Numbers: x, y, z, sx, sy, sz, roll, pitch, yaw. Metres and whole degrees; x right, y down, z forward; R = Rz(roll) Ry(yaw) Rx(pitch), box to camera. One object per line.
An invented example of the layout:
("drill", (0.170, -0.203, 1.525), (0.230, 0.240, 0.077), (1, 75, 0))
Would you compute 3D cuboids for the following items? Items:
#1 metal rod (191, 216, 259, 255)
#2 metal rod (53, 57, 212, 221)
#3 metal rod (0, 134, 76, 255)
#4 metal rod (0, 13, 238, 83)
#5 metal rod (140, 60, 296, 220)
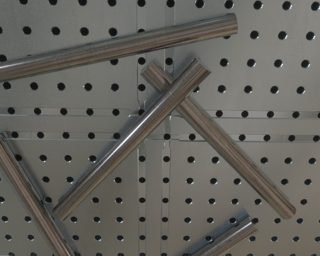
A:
("metal rod", (0.029, 0.237, 0.501), (0.300, 0.025, 0.025), (-39, 106, 13))
("metal rod", (-0.049, 0.027, 0.405), (0.025, 0.025, 0.299), (40, 111, -14))
("metal rod", (-0.171, 0.145, 0.464), (0.025, 0.025, 0.299), (-20, 109, 7))
("metal rod", (-0.058, -0.096, 0.377), (0.302, 0.025, 0.025), (-11, 110, 3))
("metal rod", (0.088, 0.025, 0.424), (0.025, 0.025, 0.300), (-42, 105, 14))
